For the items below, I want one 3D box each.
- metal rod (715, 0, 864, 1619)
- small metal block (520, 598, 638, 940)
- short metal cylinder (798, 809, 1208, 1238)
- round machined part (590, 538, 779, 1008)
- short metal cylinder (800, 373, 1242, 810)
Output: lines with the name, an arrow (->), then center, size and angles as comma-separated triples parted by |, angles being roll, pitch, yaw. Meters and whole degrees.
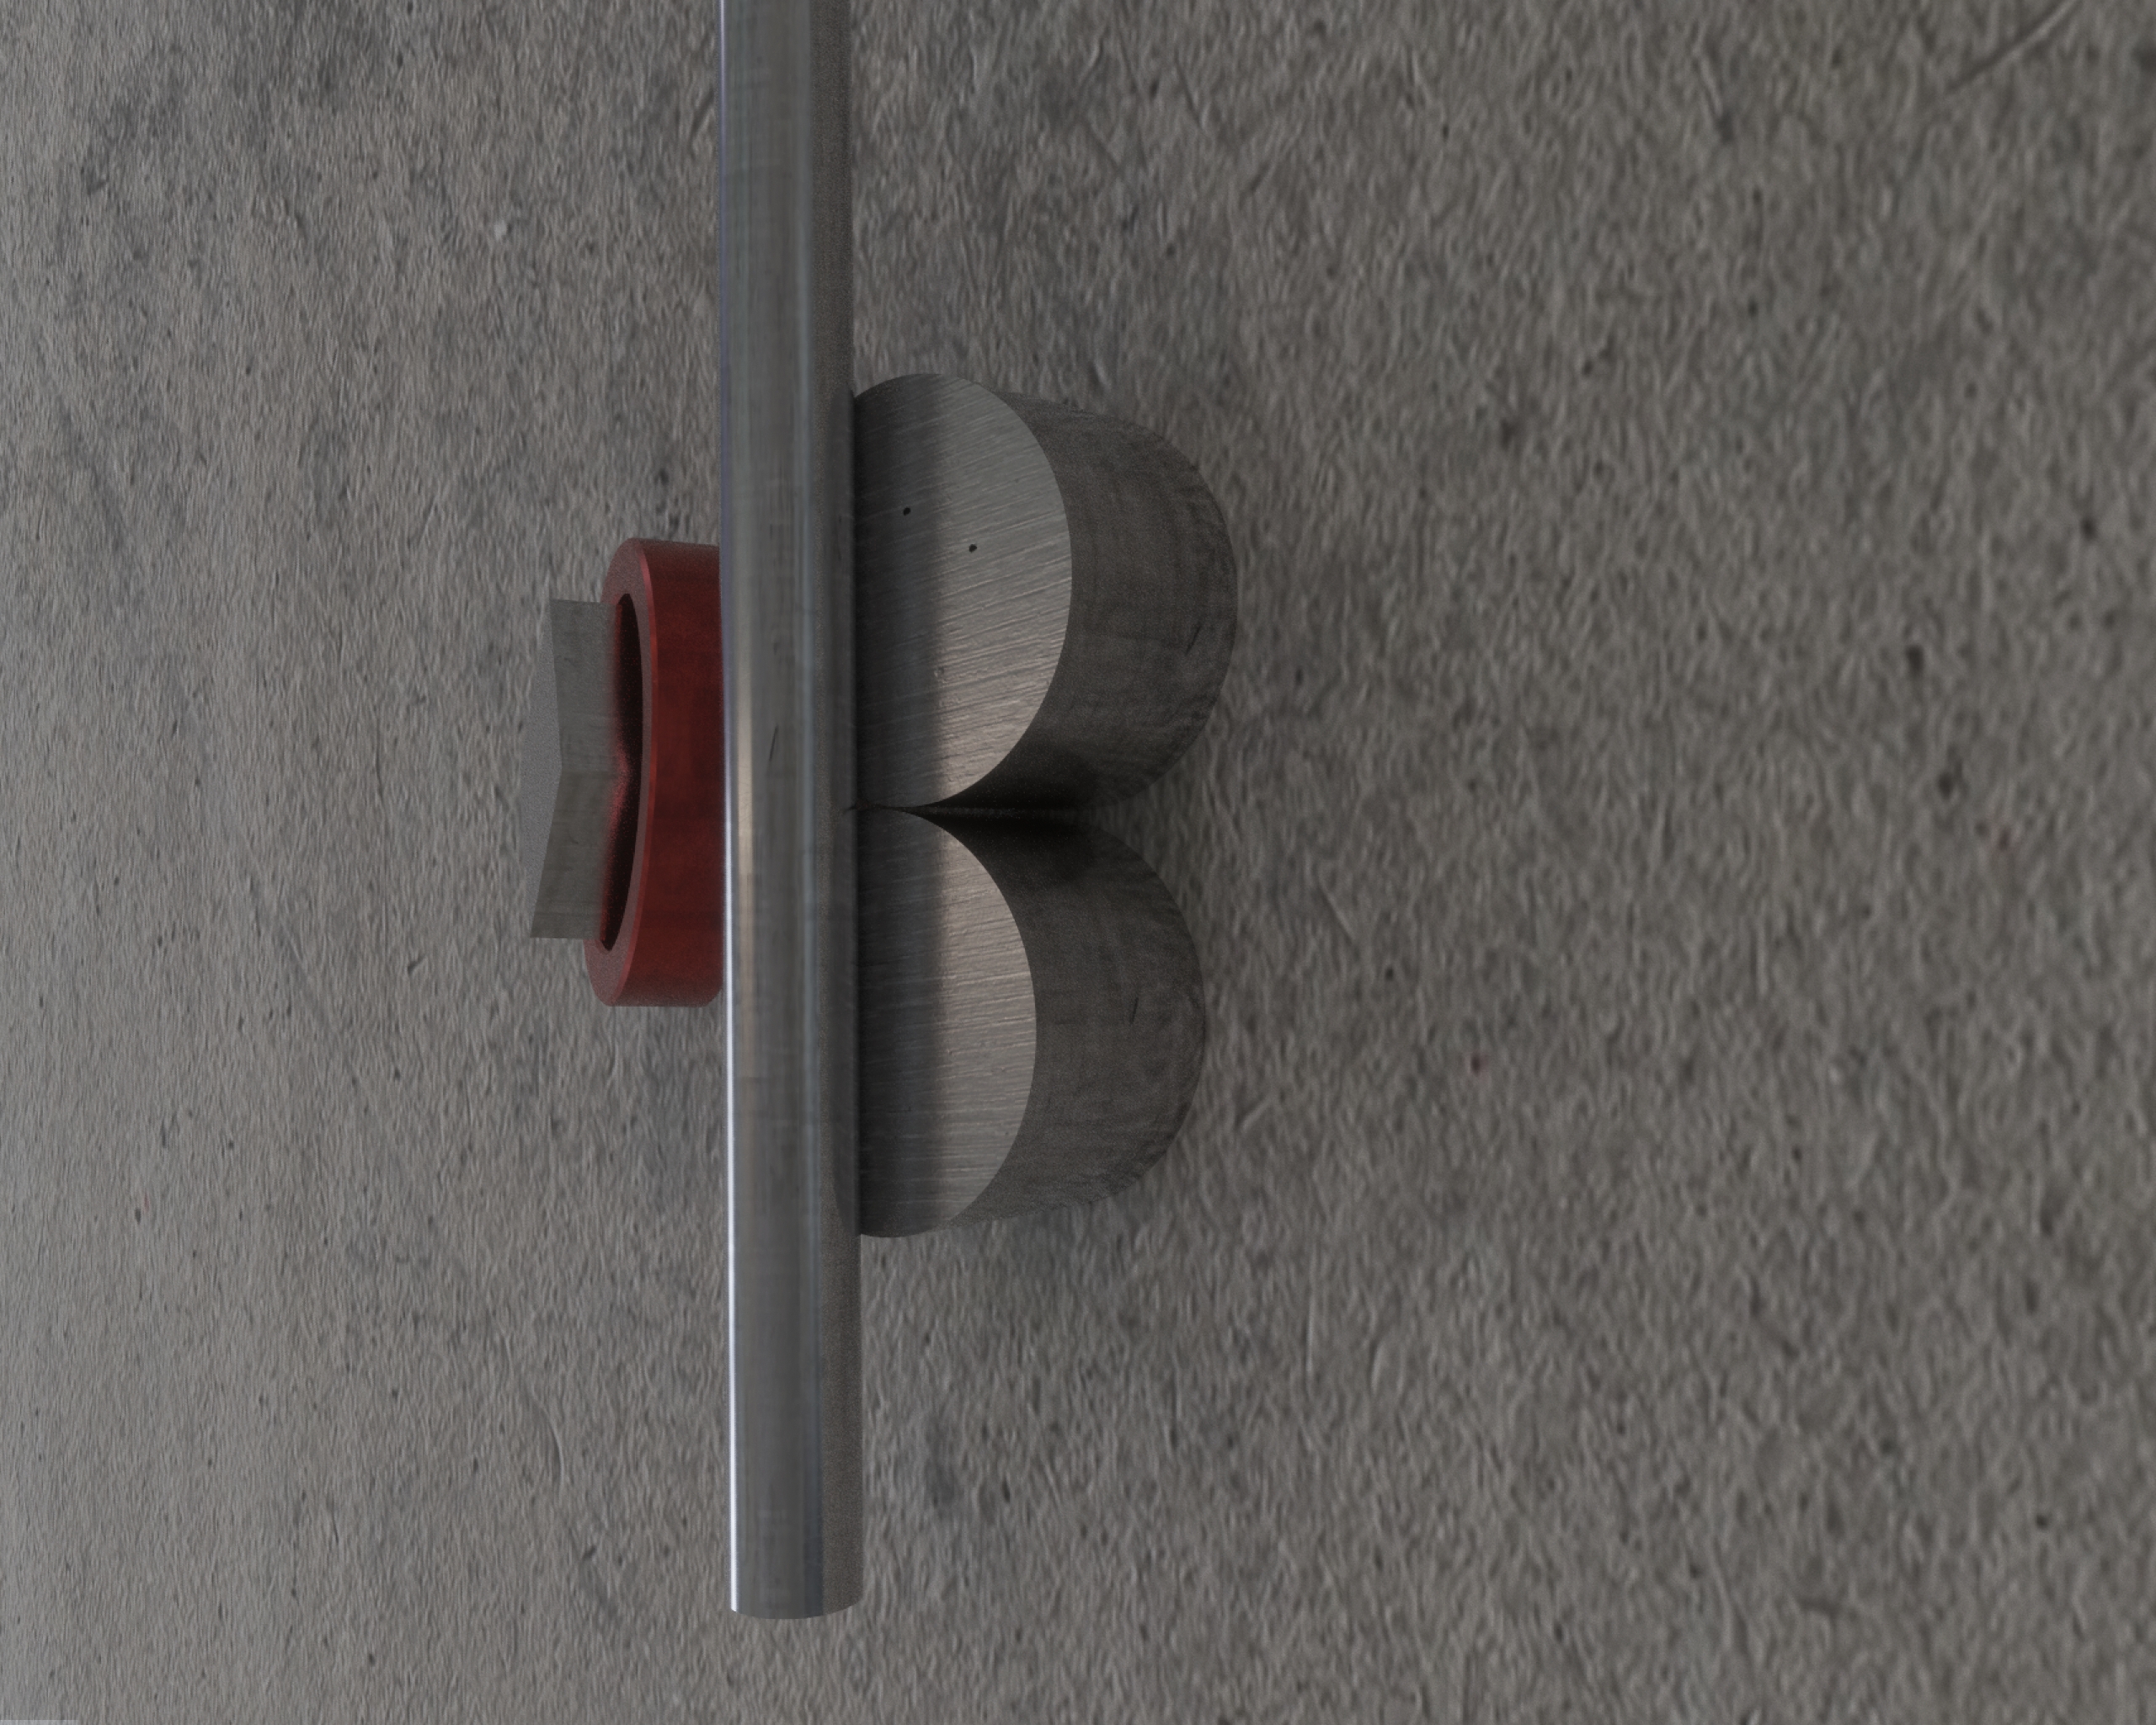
metal rod -> -0.053, -0.014, 0.386 | 0.025, 0.025, 0.298 | -1, 89, 40
small metal block -> -0.100, -0.019, 0.436 | 0.050, 0.025, 0.050 | 114, 150, -42
short metal cylinder -> -0.022, 0.030, 0.408 | 0.080, 0.050, 0.080 | -1, 89, 40
round machined part -> -0.077, -0.018, 0.443 | 0.098, 0.042, 0.097 | -177, 90, -69
short metal cylinder -> -0.016, -0.050, 0.404 | 0.080, 0.050, 0.079 | 0, 90, 40
